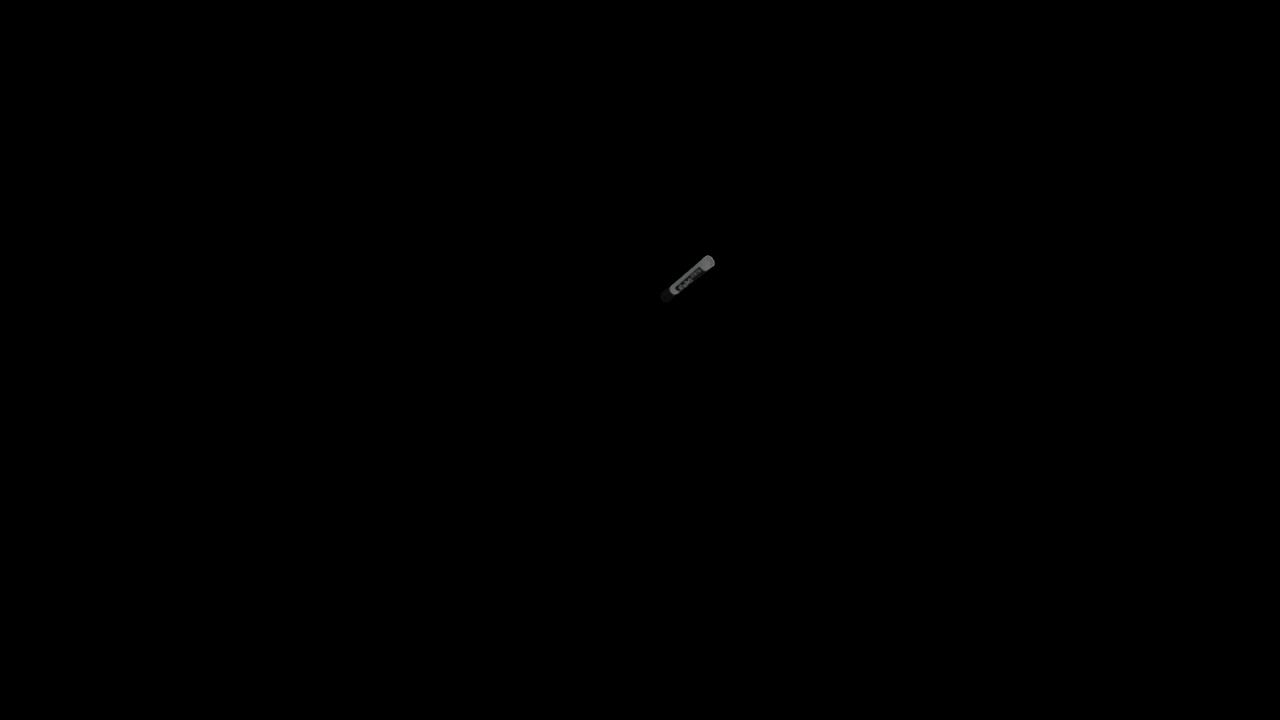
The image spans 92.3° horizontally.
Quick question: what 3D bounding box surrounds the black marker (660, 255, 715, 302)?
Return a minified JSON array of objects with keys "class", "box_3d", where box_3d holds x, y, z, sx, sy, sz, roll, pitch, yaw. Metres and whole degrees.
[{"class":"black marker","box_3d":[0.069,-0.121,0.935,0.020,0.020,0.121,0,-22,-35]}]
